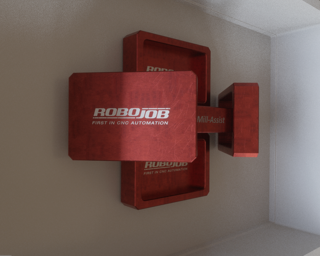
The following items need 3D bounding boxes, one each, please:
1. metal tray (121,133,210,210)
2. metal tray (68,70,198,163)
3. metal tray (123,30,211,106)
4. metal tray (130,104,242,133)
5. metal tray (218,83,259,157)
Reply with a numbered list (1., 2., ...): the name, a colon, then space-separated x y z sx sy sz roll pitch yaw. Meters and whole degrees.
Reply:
1. metal tray: 0.012 0.051 0.409 0.131 0.030 0.089 0 90 -41
2. metal tray: -0.027 -0.012 0.322 0.030 0.131 0.089 3 87 -82
3. metal tray: 0.013 -0.070 0.412 0.131 0.030 0.089 0 91 -41
4. metal tray: 0.029 -0.010 0.387 0.131 0.090 0.030 0 90 -41
5. metal tray: 0.105 -0.010 0.433 0.030 0.130 0.089 1 90 2
